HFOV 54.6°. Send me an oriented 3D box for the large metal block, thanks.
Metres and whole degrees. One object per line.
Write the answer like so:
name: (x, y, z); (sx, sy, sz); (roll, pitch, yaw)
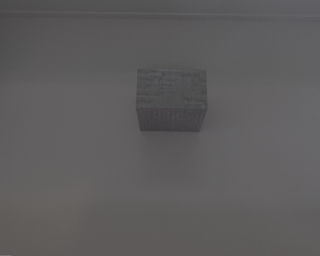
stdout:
large metal block: (0.014, -0.032, 0.392); (0.080, 0.080, 0.050); (1, 70, 0)
